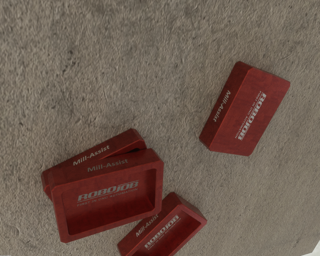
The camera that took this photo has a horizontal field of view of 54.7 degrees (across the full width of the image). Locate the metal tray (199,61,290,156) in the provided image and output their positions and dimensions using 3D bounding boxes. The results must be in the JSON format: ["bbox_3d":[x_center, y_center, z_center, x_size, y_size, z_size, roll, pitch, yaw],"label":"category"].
[{"bbox_3d":[0.124,-0.024,0.457,0.091,0.030,0.129,11,113,-33],"label":"metal tray"}]

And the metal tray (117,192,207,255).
[{"bbox_3d":[0.006,0.176,0.514,0.130,0.030,0.090,-45,129,3],"label":"metal tray"}]

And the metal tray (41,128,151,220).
[{"bbox_3d":[-0.073,0.067,0.405,0.131,0.030,0.090,-27,128,-12],"label":"metal tray"}]

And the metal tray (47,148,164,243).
[{"bbox_3d":[-0.062,0.081,0.380,0.131,0.030,0.089,-11,123,-22],"label":"metal tray"}]
